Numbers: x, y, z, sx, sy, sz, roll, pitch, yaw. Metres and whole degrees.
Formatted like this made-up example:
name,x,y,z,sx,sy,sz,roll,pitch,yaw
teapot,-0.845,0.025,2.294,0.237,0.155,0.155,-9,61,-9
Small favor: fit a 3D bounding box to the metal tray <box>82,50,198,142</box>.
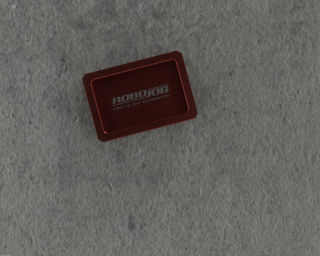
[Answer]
name,x,y,z,sx,sy,sz,roll,pitch,yaw
metal tray,-0.025,-0.040,0.407,0.131,0.030,0.089,-15,90,-1
